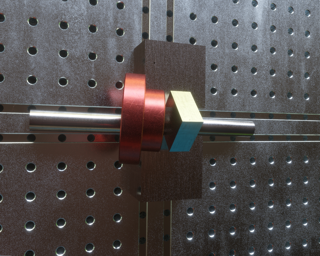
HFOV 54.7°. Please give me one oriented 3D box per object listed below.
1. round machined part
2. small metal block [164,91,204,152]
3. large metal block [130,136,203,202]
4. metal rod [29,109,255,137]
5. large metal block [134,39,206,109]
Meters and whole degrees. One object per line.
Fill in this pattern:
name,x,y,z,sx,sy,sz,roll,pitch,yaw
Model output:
round machined part,-0.019,-0.009,0.336,0.042,0.098,0.097,4,89,-6
small metal block,0.023,-0.008,0.361,0.025,0.050,0.050,1,46,-20
large metal block,0.007,0.049,0.402,0.081,0.050,0.080,1,90,-20
metal rod,-0.008,-0.004,0.409,0.302,0.025,0.025,2,90,-20
large metal block,0.011,-0.065,0.403,0.081,0.050,0.079,1,90,-20
